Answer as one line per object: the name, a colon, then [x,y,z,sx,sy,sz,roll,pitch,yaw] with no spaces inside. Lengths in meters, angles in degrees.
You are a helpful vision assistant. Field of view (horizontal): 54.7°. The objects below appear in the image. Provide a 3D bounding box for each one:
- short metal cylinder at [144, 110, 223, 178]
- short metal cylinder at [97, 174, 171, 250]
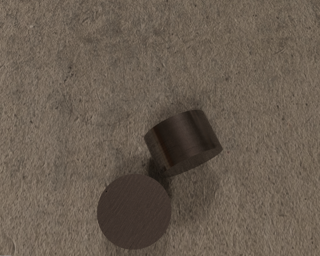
short metal cylinder: [0.028,0.020,0.372,0.080,0.080,0.050,-22,72,-8]
short metal cylinder: [-0.028,0.097,0.359,0.081,0.050,0.080,0,70,0]
